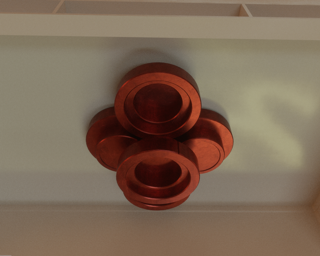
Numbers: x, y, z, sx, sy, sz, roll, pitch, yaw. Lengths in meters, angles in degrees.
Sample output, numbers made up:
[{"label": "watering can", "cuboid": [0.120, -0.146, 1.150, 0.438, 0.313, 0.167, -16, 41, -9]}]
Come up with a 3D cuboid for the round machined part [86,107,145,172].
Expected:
[{"label": "round machined part", "cuboid": [-0.050, 0.022, 0.414, 0.099, 0.042, 0.097, -1, 130, 0]}]

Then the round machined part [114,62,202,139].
[{"label": "round machined part", "cuboid": [-0.002, -0.034, 0.366, 0.099, 0.042, 0.097, -1, 130, 0]}]

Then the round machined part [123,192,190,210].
[{"label": "round machined part", "cuboid": [-0.004, 0.077, 0.461, 0.099, 0.042, 0.097, -1, 130, 0]}]

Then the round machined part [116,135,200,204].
[{"label": "round machined part", "cuboid": [-0.002, 0.047, 0.380, 0.099, 0.042, 0.097, -1, 130, 0]}]

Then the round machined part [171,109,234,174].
[{"label": "round machined part", "cuboid": [0.050, 0.025, 0.417, 0.099, 0.042, 0.097, -1, 130, 0]}]
